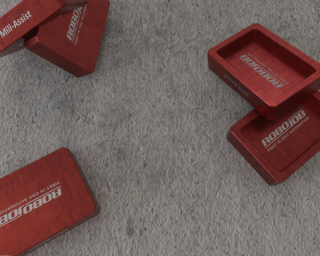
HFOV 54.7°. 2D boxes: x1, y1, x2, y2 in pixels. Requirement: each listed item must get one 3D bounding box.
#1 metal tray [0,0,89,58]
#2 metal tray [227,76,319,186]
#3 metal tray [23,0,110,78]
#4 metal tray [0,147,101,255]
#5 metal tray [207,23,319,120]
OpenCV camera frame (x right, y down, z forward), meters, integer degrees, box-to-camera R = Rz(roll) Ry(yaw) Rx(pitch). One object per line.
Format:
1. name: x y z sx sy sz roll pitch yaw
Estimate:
1. metal tray: -0.163 -0.138 0.398 0.130 0.090 0.030 -27 109 17
2. metal tray: 0.166 0.001 0.405 0.131 0.030 0.090 -36 74 -12
3. metal tray: -0.122 -0.147 0.426 0.030 0.090 0.130 -9 64 38
4. metal tray: -0.150 0.092 0.371 0.131 0.030 0.090 -28 73 -10
5. metal tray: 0.137 -0.080 0.413 0.090 0.030 0.130 -32 56 -10
